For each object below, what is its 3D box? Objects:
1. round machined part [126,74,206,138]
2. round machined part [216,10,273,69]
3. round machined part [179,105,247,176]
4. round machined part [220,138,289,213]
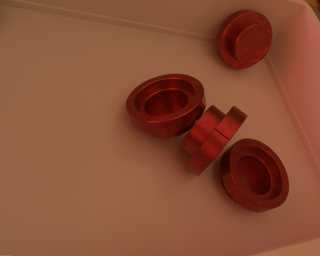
[{"bbox_3d":[0.010,-0.025,0.395,0.098,0.042,0.098,-9,41,9],"label":"round machined part"},{"bbox_3d":[0.149,-0.146,0.527,0.099,0.097,0.042,9,27,-24],"label":"round machined part"},{"bbox_3d":[0.061,0.010,0.388,0.042,0.097,0.099,39,50,8],"label":"round machined part"},{"bbox_3d":[0.123,0.067,0.422,0.099,0.042,0.098,14,56,-21],"label":"round machined part"}]
